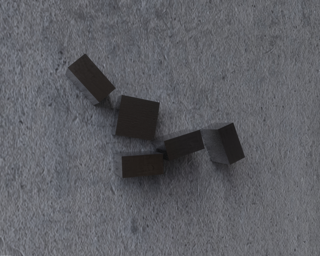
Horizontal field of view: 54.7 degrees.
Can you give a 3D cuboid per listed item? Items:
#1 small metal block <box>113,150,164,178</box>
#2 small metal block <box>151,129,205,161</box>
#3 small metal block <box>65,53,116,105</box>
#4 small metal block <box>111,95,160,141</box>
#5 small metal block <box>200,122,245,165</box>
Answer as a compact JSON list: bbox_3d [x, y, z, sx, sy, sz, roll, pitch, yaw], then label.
[{"bbox_3d":[-0.028,0.044,0.385,0.050,0.050,0.025,-2,91,-20],"label":"small metal block"},{"bbox_3d":[0.022,0.021,0.404,0.050,0.050,0.025,-17,96,-19],"label":"small metal block"},{"bbox_3d":[-0.083,-0.055,0.365,0.025,0.050,0.050,-44,104,-14],"label":"small metal block"},{"bbox_3d":[-0.031,-0.012,0.397,0.050,0.025,0.050,10,87,-20],"label":"small metal block"},{"bbox_3d":[0.085,0.020,0.427,0.025,0.050,0.050,-23,98,-19],"label":"small metal block"}]
